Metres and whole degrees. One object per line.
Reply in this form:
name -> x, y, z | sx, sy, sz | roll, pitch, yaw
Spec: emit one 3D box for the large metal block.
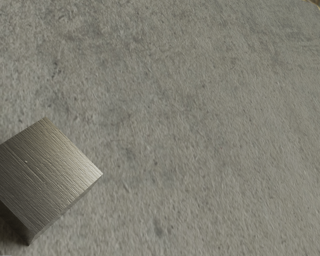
large metal block -> -0.117, 0.049, 0.296 | 0.080, 0.050, 0.080 | 45, 51, 2
